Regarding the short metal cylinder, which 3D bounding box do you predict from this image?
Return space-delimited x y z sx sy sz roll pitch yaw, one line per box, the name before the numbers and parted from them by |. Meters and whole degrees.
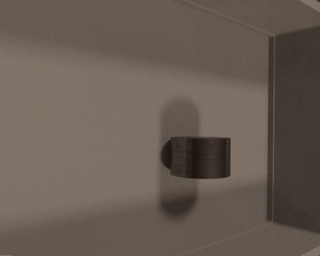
short metal cylinder | 0.054 0.038 0.419 0.081 0.080 0.050 1 90 -40
